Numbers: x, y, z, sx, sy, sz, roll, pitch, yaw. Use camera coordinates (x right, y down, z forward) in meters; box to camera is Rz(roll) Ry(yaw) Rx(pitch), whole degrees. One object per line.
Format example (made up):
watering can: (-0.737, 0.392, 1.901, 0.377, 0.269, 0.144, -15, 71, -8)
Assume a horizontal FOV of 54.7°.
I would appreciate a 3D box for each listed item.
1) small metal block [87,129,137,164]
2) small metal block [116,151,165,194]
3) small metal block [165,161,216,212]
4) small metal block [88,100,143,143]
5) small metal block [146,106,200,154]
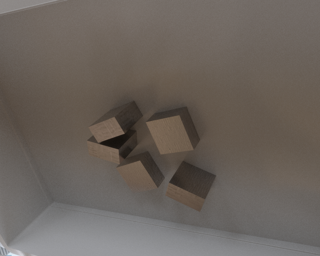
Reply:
small metal block: (-0.067, 0.021, 0.441, 0.050, 0.050, 0.025, 14, 124, 20)
small metal block: (-0.029, 0.068, 0.466, 0.050, 0.025, 0.050, -21, 108, 36)
small metal block: (0.042, 0.077, 0.418, 0.050, 0.050, 0.025, 23, 127, 14)
small metal block: (-0.059, -0.009, 0.418, 0.050, 0.050, 0.025, -18, 109, 35)
small metal block: (0.017, 0.004, 0.402, 0.050, 0.025, 0.050, -11, 113, 33)
